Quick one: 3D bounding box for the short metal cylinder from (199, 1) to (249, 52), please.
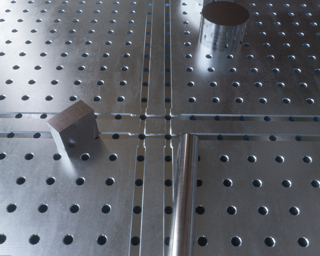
[{"bbox_3d":[0.111,-0.179,0.543,0.081,0.050,0.080,0,50,0],"label":"short metal cylinder"}]

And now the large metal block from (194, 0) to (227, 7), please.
[{"bbox_3d":[0.104,-0.305,0.649,0.081,0.050,0.080,-23,54,-18],"label":"large metal block"}]

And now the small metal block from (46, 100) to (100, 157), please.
[{"bbox_3d":[-0.107,0.001,0.389,0.025,0.050,0.050,36,59,26],"label":"small metal block"}]

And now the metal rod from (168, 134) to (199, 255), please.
[{"bbox_3d":[0.020,0.129,0.299,0.025,0.025,0.300,5,50,4],"label":"metal rod"}]
